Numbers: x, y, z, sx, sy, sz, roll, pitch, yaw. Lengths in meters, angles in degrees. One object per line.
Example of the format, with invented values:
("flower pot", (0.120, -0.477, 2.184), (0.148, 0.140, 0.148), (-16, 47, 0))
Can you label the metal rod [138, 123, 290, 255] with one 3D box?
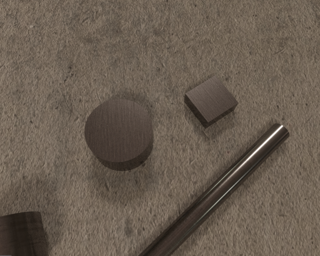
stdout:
("metal rod", (0.049, 0.098, 0.372), (0.301, 0.025, 0.025), (-41, 75, -14))

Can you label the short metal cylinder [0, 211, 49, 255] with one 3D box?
("short metal cylinder", (-0.165, 0.127, 0.331), (0.081, 0.080, 0.050), (-17, 71, -6))

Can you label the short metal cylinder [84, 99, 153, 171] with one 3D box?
("short metal cylinder", (-0.049, 0.010, 0.391), (0.081, 0.050, 0.080), (0, 70, 0))

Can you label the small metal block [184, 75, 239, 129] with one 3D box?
("small metal block", (0.069, -0.035, 0.422), (0.050, 0.025, 0.050), (-32, 74, -12))
